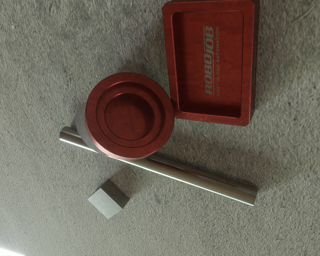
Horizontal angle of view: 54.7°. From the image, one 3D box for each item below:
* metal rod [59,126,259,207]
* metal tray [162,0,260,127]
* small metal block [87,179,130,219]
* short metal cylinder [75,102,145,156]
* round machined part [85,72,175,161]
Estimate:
[{"bbox_3d":[-0.014,0.049,0.444,0.301,0.025,0.025,16,125,18],"label":"metal rod"},{"bbox_3d":[0.055,-0.069,0.331,0.090,0.030,0.129,7,122,24],"label":"metal tray"},{"bbox_3d":[-0.088,0.121,0.528,0.050,0.025,0.050,45,129,-4],"label":"small metal block"},{"bbox_3d":[-0.066,-0.009,0.420,0.080,0.050,0.079,13,124,21],"label":"short metal cylinder"},{"bbox_3d":[-0.036,-0.011,0.357,0.098,0.098,0.042,44,158,-2],"label":"round machined part"}]
